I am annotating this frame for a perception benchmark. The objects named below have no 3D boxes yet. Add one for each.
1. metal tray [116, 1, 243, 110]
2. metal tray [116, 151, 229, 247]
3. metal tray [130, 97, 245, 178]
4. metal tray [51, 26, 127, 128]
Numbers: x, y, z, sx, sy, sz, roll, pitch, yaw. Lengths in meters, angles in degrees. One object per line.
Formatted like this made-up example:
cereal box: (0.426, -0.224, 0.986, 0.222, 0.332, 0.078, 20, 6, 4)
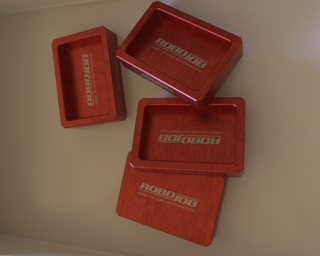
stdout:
metal tray: (0.022, -0.092, 0.379, 0.130, 0.030, 0.090, 32, 83, 22)
metal tray: (0.014, 0.086, 0.402, 0.130, 0.030, 0.089, 14, 95, 19)
metal tray: (0.035, 0.010, 0.375, 0.131, 0.030, 0.090, 1, 70, 15)
metal tray: (-0.102, -0.069, 0.442, 0.090, 0.030, 0.129, -8, 87, 19)
